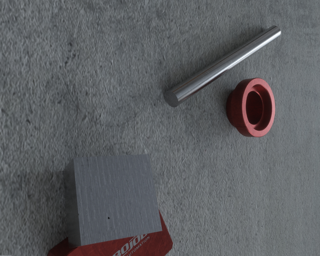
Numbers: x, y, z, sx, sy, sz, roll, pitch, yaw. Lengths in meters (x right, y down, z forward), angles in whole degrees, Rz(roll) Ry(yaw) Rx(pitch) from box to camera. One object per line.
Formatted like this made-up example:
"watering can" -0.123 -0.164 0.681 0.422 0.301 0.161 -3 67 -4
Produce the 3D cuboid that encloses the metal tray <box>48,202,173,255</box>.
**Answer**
"metal tray" -0.050 0.142 0.361 0.131 0.030 0.090 -33 111 -35

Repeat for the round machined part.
"round machined part" 0.149 -0.033 0.522 0.099 0.042 0.097 0 90 -40

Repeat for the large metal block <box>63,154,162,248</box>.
"large metal block" -0.051 0.074 0.321 0.081 0.050 0.080 0 68 -29

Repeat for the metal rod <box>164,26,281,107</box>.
"metal rod" 0.117 -0.111 0.504 0.302 0.025 0.025 -35 112 -35
